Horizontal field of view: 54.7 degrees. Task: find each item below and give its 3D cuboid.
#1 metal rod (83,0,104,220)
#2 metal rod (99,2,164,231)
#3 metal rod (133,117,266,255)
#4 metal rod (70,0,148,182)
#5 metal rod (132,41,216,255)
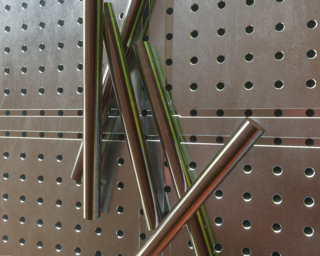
[{"bbox_3d":[-0.089,-0.018,0.411,0.025,0.025,0.298,8,105,19],"label":"metal rod"},{"bbox_3d":[-0.039,-0.013,0.408,0.025,0.025,0.298,-13,92,19],"label":"metal rod"},{"bbox_3d":[0.021,0.110,0.378,0.025,0.025,0.298,41,112,15],"label":"metal rod"},{"bbox_3d":[-0.069,-0.066,0.435,0.025,0.025,0.298,22,97,18],"label":"metal rod"},{"bbox_3d":[0.017,0.030,0.405,0.025,0.025,0.299,-19,84,19],"label":"metal rod"}]
